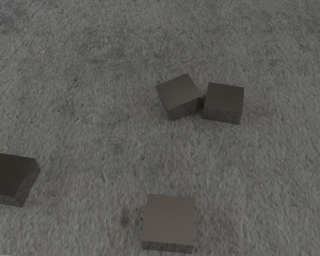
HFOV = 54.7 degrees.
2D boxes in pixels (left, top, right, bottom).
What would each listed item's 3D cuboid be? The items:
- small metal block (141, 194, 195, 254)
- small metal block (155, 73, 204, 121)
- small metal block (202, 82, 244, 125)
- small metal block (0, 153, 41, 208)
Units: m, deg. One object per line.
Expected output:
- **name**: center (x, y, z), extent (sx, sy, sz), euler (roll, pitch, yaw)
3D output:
- **small metal block**: center (0.010, 0.099, 0.321), extent (0.050, 0.025, 0.050), euler (5, 50, 3)
- **small metal block**: center (0.027, -0.044, 0.434), extent (0.050, 0.025, 0.050), euler (-23, 53, -4)
- **small metal block**: center (0.089, -0.035, 0.434), extent (0.050, 0.025, 0.050), euler (10, 51, 7)
- **small metal block**: center (-0.173, 0.058, 0.352), extent (0.050, 0.025, 0.050), euler (8, 50, 6)
